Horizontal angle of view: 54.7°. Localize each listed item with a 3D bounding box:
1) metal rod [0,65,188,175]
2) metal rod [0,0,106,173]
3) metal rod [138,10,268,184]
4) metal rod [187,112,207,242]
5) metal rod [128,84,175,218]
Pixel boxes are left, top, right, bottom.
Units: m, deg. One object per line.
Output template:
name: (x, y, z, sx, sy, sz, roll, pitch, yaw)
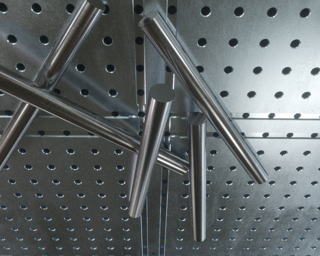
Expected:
metal rod: (-0.078, -0.004, 0.384, 0.301, 0.025, 0.025, 29, 125, -31)
metal rod: (-0.155, -0.034, 0.380, 0.025, 0.025, 0.299, 30, 124, -23)
metal rod: (0.072, -0.018, 0.397, 0.025, 0.025, 0.300, -27, 126, 21)
metal rod: (0.060, 0.096, 0.485, 0.025, 0.025, 0.298, -5, 133, 3)
metal rod: (-0.020, 0.055, 0.416, 0.025, 0.025, 0.298, 6, 143, -6)
